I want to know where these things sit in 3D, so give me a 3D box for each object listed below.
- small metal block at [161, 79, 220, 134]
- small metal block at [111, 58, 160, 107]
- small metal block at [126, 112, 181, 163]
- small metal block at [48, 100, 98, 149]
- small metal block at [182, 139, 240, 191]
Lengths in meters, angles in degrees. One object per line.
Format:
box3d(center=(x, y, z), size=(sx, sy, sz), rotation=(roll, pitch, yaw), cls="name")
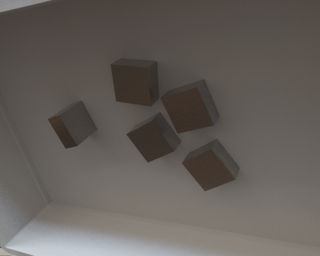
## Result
box3d(center=(0.037, -0.025, 0.373), size=(0.050, 0.025, 0.050), rotation=(-14, 111, 33), cls="small metal block")
box3d(center=(-0.030, -0.058, 0.387), size=(0.050, 0.025, 0.050), rotation=(10, 123, 22), cls="small metal block")
box3d(center=(-0.008, 0.013, 0.420), size=(0.050, 0.025, 0.050), rotation=(-27, 104, 37), cls="small metal block")
box3d(center=(-0.126, -0.005, 0.454), size=(0.025, 0.050, 0.050), rotation=(-13, 112, 33), cls="small metal block")
box3d(center=(0.066, 0.049, 0.403), size=(0.050, 0.025, 0.050), rotation=(-32, 101, 38), cls="small metal block")
